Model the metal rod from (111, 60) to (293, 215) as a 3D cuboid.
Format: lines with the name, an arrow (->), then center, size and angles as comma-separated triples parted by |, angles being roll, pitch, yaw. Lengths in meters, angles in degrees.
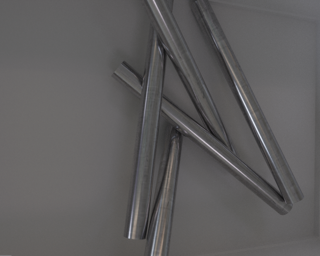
metal rod -> 0.063, 0.020, 0.407 | 0.301, 0.025, 0.025 | 39, 78, -12

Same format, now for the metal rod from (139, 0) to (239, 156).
metal rod -> 0.036, -0.065, 0.373 | 0.025, 0.025, 0.299 | -41, 122, -15

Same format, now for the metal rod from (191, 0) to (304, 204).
metal rod -> 0.118, -0.039, 0.423 | 0.025, 0.025, 0.299 | -24, 87, -18

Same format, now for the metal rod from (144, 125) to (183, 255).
metal rod -> -0.001, 0.118, 0.327 | 0.025, 0.025, 0.300 | 26, 49, -18

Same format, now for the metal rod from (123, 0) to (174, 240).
metal rod -> -0.010, -0.029, 0.359 | 0.025, 0.025, 0.299 | 10, 80, -20
